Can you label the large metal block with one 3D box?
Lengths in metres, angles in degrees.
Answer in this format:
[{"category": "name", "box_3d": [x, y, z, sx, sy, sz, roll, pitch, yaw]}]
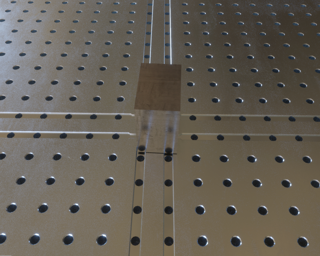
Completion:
[{"category": "large metal block", "box_3d": [-0.001, -0.024, 0.391, 0.050, 0.080, 0.080, 3, 50, 2]}]
